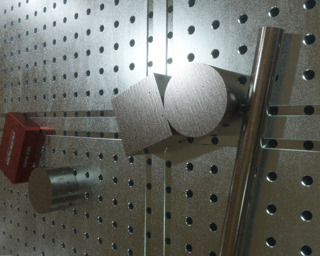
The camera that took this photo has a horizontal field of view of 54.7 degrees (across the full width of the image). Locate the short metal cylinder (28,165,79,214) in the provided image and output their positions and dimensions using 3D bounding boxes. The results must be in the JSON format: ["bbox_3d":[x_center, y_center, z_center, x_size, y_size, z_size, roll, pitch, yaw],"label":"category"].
[{"bbox_3d":[-0.190,0.108,0.551,0.080,0.050,0.080,0,90,40],"label":"short metal cylinder"}]

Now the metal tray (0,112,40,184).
[{"bbox_3d":[-0.302,0.041,0.656,0.090,0.030,0.129,29,108,36],"label":"metal tray"}]

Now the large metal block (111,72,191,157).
[{"bbox_3d":[-0.010,-0.015,0.401,0.080,0.050,0.080,-26,74,37],"label":"large metal block"}]

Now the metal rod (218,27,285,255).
[{"bbox_3d":[0.092,0.046,0.333,0.025,0.025,0.298,14,99,39],"label":"metal rod"}]

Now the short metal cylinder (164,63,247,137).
[{"bbox_3d":[0.052,-0.030,0.350,0.080,0.050,0.080,0,90,40],"label":"short metal cylinder"}]
